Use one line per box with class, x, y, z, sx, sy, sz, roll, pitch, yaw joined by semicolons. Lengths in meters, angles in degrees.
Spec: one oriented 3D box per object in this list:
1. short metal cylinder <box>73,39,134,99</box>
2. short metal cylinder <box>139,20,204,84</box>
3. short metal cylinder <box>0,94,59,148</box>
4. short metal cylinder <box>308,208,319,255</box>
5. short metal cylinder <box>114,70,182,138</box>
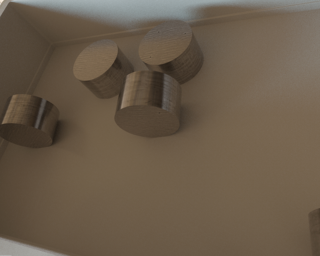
short metal cylinder;-0.089;-0.093;0.491;0.080;0.050;0.080;-13;56;20
short metal cylinder;0.017;-0.107;0.445;0.080;0.050;0.080;-13;56;20
short metal cylinder;-0.202;-0.009;0.480;0.080;0.080;0.050;-9;58;23
short metal cylinder;0.158;0.092;0.232;0.080;0.080;0.050;-6;59;25
short metal cylinder;-0.014;-0.028;0.394;0.080;0.080;0.050;-8;59;24
